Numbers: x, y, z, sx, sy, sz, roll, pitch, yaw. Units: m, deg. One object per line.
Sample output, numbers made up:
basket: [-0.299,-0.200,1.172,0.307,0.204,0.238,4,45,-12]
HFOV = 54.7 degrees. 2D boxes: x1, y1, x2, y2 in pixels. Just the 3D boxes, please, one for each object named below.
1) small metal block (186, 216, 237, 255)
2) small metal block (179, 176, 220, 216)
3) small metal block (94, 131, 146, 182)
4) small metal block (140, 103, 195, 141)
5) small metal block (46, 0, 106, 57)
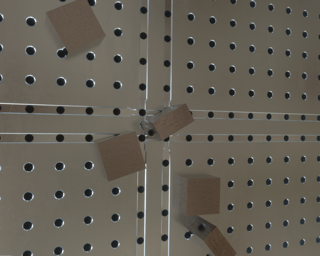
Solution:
small metal block: [0.070,0.155,0.427,0.025,0.050,0.050,-40,103,-16]
small metal block: [0.056,0.094,0.435,0.050,0.025,0.050,2,90,-21]
small metal block: [-0.051,0.035,0.395,0.050,0.025,0.050,-17,96,-20]
small metal block: [0.009,-0.008,0.404,0.050,0.050,0.025,-31,101,-18]
small metal block: [-0.102,-0.122,0.375,0.050,0.025,0.050,-31,100,-18]
